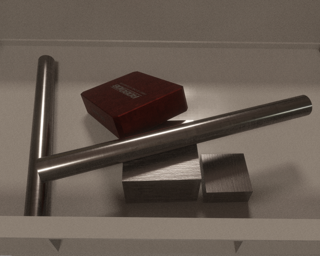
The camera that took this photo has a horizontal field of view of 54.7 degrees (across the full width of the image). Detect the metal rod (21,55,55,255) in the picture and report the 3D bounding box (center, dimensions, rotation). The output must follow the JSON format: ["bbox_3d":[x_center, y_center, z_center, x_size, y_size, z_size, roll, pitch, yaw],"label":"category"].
[{"bbox_3d":[-0.151,0.007,0.396,0.025,0.025,0.300,-8,51,-7],"label":"metal rod"}]

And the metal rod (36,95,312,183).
[{"bbox_3d":[0.027,0.007,0.334,0.302,0.025,0.025,-13,52,-12],"label":"metal rod"}]

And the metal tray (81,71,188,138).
[{"bbox_3d":[-0.038,-0.035,0.395,0.091,0.030,0.130,-26,28,-21],"label":"metal tray"}]

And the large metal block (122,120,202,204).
[{"bbox_3d":[0.000,0.038,0.357,0.081,0.050,0.080,-1,50,-2],"label":"large metal block"}]

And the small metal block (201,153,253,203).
[{"bbox_3d":[0.074,0.057,0.358,0.050,0.025,0.050,-1,50,-2],"label":"small metal block"}]
